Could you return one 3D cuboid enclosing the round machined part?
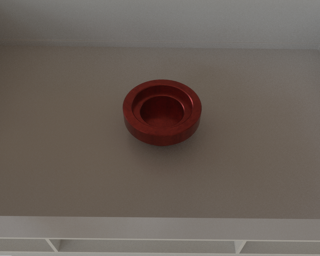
[{"bbox_3d":[0.003,-0.015,0.402,0.099,0.042,0.098,0,50,0],"label":"round machined part"}]
